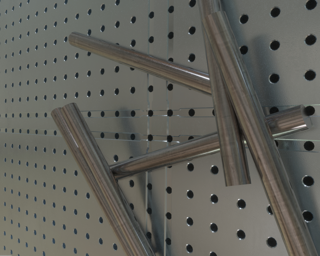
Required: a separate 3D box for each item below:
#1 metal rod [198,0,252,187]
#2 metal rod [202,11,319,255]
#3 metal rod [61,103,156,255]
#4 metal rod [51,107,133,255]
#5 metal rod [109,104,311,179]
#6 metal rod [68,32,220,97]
[{"bbox_3d":[0.062,-0.088,0.338,0.025,0.025,0.299,-17,73,39],"label":"metal rod"},{"bbox_3d":[0.103,0.031,0.296,0.025,0.025,0.299,-23,84,38],"label":"metal rod"},{"bbox_3d":[-0.064,0.095,0.436,0.025,0.025,0.299,-39,75,33],"label":"metal rod"},{"bbox_3d":[-0.107,0.080,0.499,0.025,0.025,0.300,-51,60,28],"label":"metal rod"},{"bbox_3d":[0.028,0.030,0.386,0.299,0.025,0.025,-20,77,38],"label":"metal rod"},{"bbox_3d":[-0.038,-0.098,0.441,0.300,0.025,0.025,27,107,37],"label":"metal rod"}]
